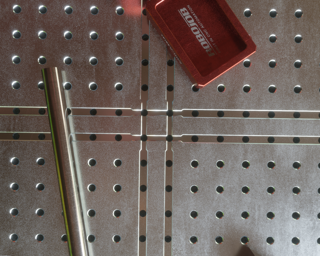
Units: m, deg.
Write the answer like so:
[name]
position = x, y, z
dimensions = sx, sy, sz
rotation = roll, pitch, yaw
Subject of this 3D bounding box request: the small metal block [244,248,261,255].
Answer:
[small metal block]
position = 0.130, 0.200, 0.414
dimensions = 0.050, 0.025, 0.050
rotation = 33, 90, 0

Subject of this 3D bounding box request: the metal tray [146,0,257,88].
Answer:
[metal tray]
position = 0.053, -0.129, 0.410
dimensions = 0.090, 0.030, 0.130
rotation = -34, 90, 0

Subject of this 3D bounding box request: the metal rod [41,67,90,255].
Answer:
[metal rod]
position = -0.122, 0.070, 0.412
dimensions = 0.025, 0.025, 0.298
rotation = -9, 90, 0
